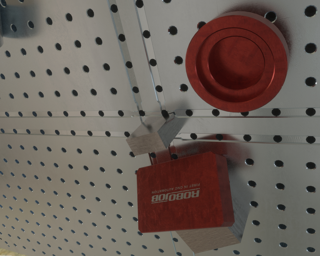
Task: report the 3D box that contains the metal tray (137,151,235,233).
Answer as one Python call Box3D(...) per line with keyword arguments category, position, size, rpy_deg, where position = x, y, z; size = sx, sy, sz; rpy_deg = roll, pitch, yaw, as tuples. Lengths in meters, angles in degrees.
Box3D(category="metal tray", position=(0.028, 0.089, 0.412), size=(0.130, 0.030, 0.090), rpy_deg=(-18, 65, 34))

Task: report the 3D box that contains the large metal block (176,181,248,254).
Box3D(category="large metal block", position=(0.063, 0.123, 0.437), size=(0.080, 0.050, 0.080), rpy_deg=(-32, 101, 38))

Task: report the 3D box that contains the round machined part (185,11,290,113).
Box3D(category="round machined part", position=(0.079, -0.068, 0.316), size=(0.098, 0.042, 0.097), rpy_deg=(13, 124, 20))

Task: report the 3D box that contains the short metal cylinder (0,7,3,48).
Box3D(category="short metal cylinder", position=(-0.261, -0.142, 0.422), size=(0.080, 0.080, 0.050), rpy_deg=(24, 127, 13))

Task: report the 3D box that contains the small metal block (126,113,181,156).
Box3D(category="small metal block", position=(-0.008, 0.008, 0.403), size=(0.050, 0.050, 0.025), rpy_deg=(-15, 111, 34))
